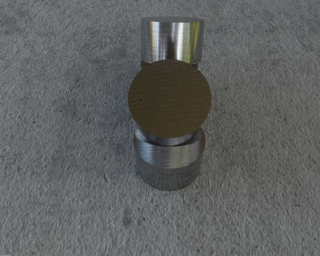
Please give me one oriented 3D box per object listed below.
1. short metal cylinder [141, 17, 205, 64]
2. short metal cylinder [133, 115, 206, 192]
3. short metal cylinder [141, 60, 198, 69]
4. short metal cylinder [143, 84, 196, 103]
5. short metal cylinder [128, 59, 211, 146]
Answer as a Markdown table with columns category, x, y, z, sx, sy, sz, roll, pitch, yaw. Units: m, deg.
| category | x | y | z | sx | sy | sz | roll | pitch | yaw |
| --- | --- | --- | --- | --- | --- | --- | --- | --- | --- |
| short metal cylinder | 0.016 | -0.115 | 0.401 | 0.081 | 0.050 | 0.080 | 1 | 25 | 0 |
| short metal cylinder | 0.011 | 0.027 | 0.366 | 0.080 | 0.050 | 0.080 | 0 | 50 | 0 |
| short metal cylinder | 0.013 | -0.076 | 0.453 | 0.080 | 0.050 | 0.080 | 0 | 50 | 0 |
| short metal cylinder | 0.012 | -0.035 | 0.400 | 0.080 | 0.080 | 0.050 | 1 | 50 | 1 |
| short metal cylinder | 0.010 | -0.024 | 0.323 | 0.080 | 0.050 | 0.080 | 0 | 78 | 1 |
